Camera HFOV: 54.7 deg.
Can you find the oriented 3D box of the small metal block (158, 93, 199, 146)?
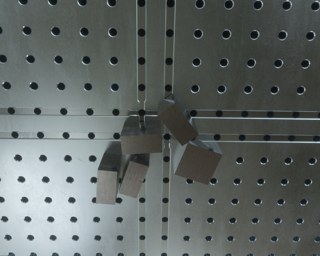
[{"bbox_3d":[0.022,-0.012,0.396,0.025,0.050,0.050,-36,107,12],"label":"small metal block"}]

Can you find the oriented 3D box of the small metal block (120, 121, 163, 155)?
[{"bbox_3d":[-0.023,0.012,0.404,0.050,0.050,0.025,-3,110,1],"label":"small metal block"}]

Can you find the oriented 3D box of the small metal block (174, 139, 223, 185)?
[{"bbox_3d":[0.052,0.045,0.431,0.050,0.025,0.050,19,109,-7],"label":"small metal block"}]

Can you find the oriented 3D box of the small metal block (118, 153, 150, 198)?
[{"bbox_3d":[-0.034,0.058,0.421,0.025,0.050,0.050,19,109,-7],"label":"small metal block"}]

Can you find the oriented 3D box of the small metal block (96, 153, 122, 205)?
[{"bbox_3d":[-0.070,0.069,0.425,0.025,0.050,0.050,6,110,-3],"label":"small metal block"}]
